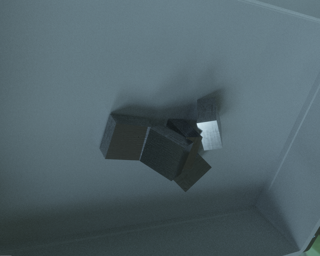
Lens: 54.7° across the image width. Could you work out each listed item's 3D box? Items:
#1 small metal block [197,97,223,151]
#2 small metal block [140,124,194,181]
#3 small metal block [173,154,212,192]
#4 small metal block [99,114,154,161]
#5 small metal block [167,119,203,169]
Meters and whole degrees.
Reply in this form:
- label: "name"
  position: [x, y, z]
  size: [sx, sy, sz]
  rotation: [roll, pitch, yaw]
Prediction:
- label: "small metal block"
  position: [0.068, -0.006, 0.423]
  size: [0.025, 0.050, 0.050]
  rotation: [-9, 129, 15]
- label: "small metal block"
  position: [0.008, 0.030, 0.391]
  size: [0.025, 0.050, 0.050]
  rotation: [-24, 139, -55]
- label: "small metal block"
  position: [0.044, 0.061, 0.451]
  size: [0.050, 0.050, 0.025]
  rotation: [-44, 95, 1]
- label: "small metal block"
  position: [-0.043, 0.013, 0.391]
  size: [0.050, 0.025, 0.050]
  rotation: [7, 115, -32]
- label: "small metal block"
  position: [0.027, 0.022, 0.421]
  size: [0.025, 0.050, 0.050]
  rotation: [1, 118, -29]
